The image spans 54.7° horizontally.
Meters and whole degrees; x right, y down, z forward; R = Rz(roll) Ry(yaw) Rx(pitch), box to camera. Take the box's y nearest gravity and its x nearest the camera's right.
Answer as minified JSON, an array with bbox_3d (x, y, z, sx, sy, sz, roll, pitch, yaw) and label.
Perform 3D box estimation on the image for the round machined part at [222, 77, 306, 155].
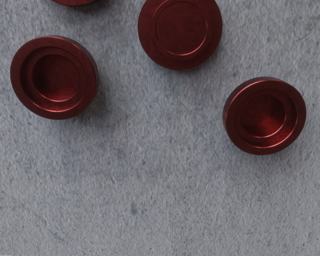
[{"bbox_3d":[0.129,-0.018,0.396,0.099,0.042,0.097,0,110,-1],"label":"round machined part"}]

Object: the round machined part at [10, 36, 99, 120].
[{"bbox_3d":[-0.123,-0.062,0.376,0.099,0.042,0.097,0,110,-1],"label":"round machined part"}]

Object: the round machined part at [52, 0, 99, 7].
[{"bbox_3d":[-0.097,-0.183,0.332,0.099,0.042,0.097,0,110,-1],"label":"round machined part"}]

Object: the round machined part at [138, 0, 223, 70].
[{"bbox_3d":[0.023,-0.116,0.358,0.099,0.042,0.097,0,110,-1],"label":"round machined part"}]
